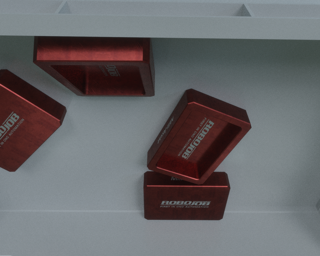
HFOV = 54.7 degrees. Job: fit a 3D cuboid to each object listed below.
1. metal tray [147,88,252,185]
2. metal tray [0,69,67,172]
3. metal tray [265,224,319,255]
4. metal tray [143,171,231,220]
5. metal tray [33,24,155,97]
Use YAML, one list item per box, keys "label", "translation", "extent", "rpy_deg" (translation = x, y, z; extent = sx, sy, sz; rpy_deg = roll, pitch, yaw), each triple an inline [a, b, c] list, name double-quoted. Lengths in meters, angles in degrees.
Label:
- label: "metal tray"
  translation: [0.048, 0.018, 0.420]
  extent: [0.091, 0.030, 0.129]
  rpy_deg: [19, 128, -16]
- label: "metal tray"
  translation: [-0.196, -0.004, 0.401]
  extent: [0.090, 0.030, 0.130]
  rpy_deg: [36, 121, -27]
- label: "metal tray"
  translation: [0.277, 0.227, 0.603]
  extent: [0.131, 0.030, 0.089]
  rpy_deg: [-6, 130, 4]
- label: "metal tray"
  translation: [0.040, 0.111, 0.500]
  extent: [0.131, 0.030, 0.089]
  rpy_deg: [1, 130, -1]
- label: "metal tray"
  translation: [-0.052, -0.058, 0.301]
  extent: [0.091, 0.030, 0.130]
  rpy_deg: [0, 174, 1]
